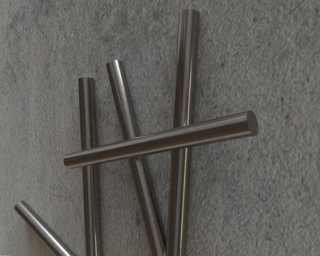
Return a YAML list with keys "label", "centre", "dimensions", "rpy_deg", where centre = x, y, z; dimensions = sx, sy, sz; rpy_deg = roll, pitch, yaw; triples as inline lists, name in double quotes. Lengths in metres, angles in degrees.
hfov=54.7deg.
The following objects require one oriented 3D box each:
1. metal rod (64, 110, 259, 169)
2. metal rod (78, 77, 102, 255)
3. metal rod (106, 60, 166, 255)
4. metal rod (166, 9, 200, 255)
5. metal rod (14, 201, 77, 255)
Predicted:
- label: "metal rod"
  centre: [-0.025, 0.023, 0.389]
  dimensions: [0.300, 0.025, 0.025]
  rpy_deg: [-14, 81, 38]
- label: "metal rod"
  centre: [-0.111, 0.069, 0.493]
  dimensions: [0.025, 0.025, 0.298]
  rpy_deg: [-5, 87, 39]
- label: "metal rod"
  centre: [-0.030, 0.047, 0.427]
  dimensions: [0.025, 0.025, 0.299]
  rpy_deg: [-24, 75, 37]
- label: "metal rod"
  centre: [0.028, 0.010, 0.380]
  dimensions: [0.025, 0.025, 0.298]
  rpy_deg: [5, 93, 39]
- label: "metal rod"
  centre: [-0.178, 0.214, 0.548]
  dimensions: [0.300, 0.025, 0.025]
  rpy_deg: [26, 106, 36]
